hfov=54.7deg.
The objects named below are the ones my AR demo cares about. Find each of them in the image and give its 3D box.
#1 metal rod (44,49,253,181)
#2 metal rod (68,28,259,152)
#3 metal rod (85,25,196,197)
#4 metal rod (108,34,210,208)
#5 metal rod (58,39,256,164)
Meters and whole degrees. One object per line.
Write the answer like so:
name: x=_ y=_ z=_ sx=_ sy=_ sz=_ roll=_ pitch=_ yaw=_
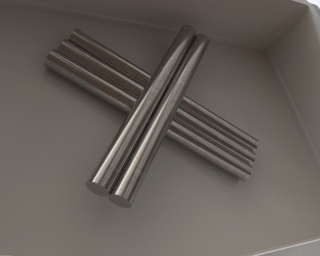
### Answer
metal rod: x=-0.008 y=-0.012 z=0.406 sx=0.301 sy=0.025 sz=0.025 roll=30 pitch=52 yaw=-9
metal rod: x=0.011 y=-0.047 z=0.438 sx=0.301 sy=0.025 sz=0.025 roll=30 pitch=52 yaw=-9
metal rod: x=-0.008 y=-0.046 z=0.395 sx=0.025 sy=0.025 sz=0.301 roll=33 pitch=51 yaw=-7
metal rod: x=0.013 y=-0.033 z=0.399 sx=0.025 sy=0.025 sz=0.301 roll=33 pitch=51 yaw=-7
metal rod: x=0.002 y=-0.029 z=0.422 sx=0.301 sy=0.025 sz=0.025 roll=30 pitch=52 yaw=-9
